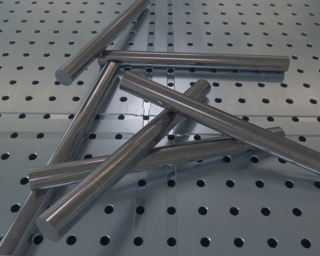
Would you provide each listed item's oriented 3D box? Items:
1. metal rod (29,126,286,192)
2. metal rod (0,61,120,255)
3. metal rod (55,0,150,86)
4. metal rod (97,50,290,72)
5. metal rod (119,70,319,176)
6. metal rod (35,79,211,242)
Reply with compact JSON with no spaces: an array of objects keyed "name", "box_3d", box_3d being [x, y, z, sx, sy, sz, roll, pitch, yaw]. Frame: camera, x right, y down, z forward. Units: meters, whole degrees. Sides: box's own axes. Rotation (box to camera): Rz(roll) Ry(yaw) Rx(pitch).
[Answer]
[{"name":"metal rod","box_3d":[0.009,0.032,0.363,0.302,0.025,0.025,-9,50,-14]},{"name":"metal rod","box_3d":[-0.113,0.017,0.392,0.025,0.025,0.300,11,51,9]},{"name":"metal rod","box_3d":[-0.079,-0.161,0.516,0.025,0.025,0.301,15,44,12]},{"name":"metal rod","box_3d":[0.052,-0.108,0.499,0.302,0.025,0.025,2,50,2]},{"name":"metal rod","box_3d":[0.095,0.002,0.364,0.301,0.025,0.025,24,53,3]},{"name":"metal rod","box_3d":[-0.012,0.009,0.351,0.025,0.025,0.302,25,39,20]}]
